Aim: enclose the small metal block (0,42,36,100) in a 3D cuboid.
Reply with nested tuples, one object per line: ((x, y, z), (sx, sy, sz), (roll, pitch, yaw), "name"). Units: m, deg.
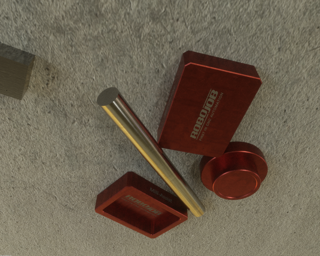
((-0.174, -0.065, 0.349), (0.050, 0.025, 0.050), (19, 128, -16), "small metal block")

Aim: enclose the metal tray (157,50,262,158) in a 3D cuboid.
((0.055, -0.023, 0.385), (0.091, 0.030, 0.129), (11, 129, -10), "metal tray")

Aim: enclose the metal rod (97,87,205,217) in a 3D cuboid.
((0.006, 0.054, 0.420), (0.025, 0.025, 0.300), (-19, 138, 15), "metal rod")

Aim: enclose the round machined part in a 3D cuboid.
((0.110, 0.069, 0.457), (0.099, 0.042, 0.097), (-1, 130, 0), "round machined part")

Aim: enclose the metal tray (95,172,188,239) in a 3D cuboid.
((-0.029, 0.132, 0.516), (0.130, 0.030, 0.090), (35, 122, -27), "metal tray")
